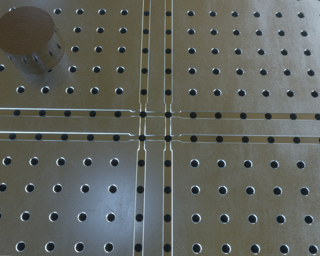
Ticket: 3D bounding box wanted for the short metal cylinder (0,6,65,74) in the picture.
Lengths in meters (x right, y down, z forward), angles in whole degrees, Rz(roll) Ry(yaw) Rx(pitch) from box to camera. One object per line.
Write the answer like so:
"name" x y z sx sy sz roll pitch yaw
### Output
"short metal cylinder" -0.183 -0.124 0.442 0.081 0.050 0.080 0 70 -1
